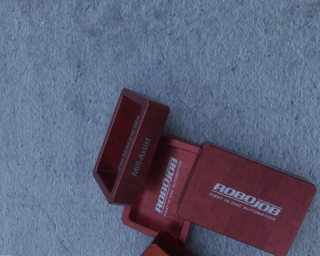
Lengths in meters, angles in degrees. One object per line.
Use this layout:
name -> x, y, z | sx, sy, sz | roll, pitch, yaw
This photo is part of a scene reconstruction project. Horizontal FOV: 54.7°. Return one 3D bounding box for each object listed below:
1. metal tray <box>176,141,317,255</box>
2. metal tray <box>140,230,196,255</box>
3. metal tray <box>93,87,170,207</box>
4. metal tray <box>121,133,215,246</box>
metal tray -> 0.095, 0.079, 0.354 | 0.131, 0.030, 0.089 | 21, 97, 2
metal tray -> 0.026, 0.200, 0.378 | 0.130, 0.030, 0.089 | 38, 117, 9
metal tray -> -0.041, 0.021, 0.392 | 0.090, 0.030, 0.129 | 33, 104, 59
metal tray -> 0.010, 0.076, 0.402 | 0.090, 0.030, 0.129 | 17, 96, 19
